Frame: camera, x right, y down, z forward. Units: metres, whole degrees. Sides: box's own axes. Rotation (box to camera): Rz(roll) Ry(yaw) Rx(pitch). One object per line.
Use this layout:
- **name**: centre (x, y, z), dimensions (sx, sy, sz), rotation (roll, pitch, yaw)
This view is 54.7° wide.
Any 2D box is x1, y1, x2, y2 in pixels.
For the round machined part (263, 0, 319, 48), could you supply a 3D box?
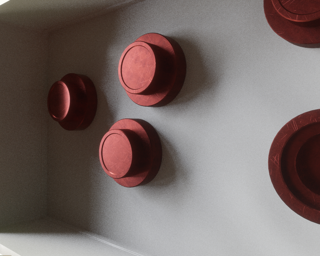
- **round machined part**: centre (0.141, -0.125, 0.279), dimensions (0.098, 0.042, 0.097), rotation (0, 90, 40)

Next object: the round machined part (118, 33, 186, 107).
- **round machined part**: centre (-0.017, -0.077, 0.410), dimensions (0.098, 0.042, 0.097), rotation (0, 90, 40)

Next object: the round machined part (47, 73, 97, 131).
- **round machined part**: centre (-0.153, -0.044, 0.523), dimensions (0.098, 0.042, 0.097), rotation (0, 90, 40)

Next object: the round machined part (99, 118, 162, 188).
- **round machined part**: centre (-0.048, 0.035, 0.436), dimensions (0.098, 0.042, 0.097), rotation (0, 90, 40)

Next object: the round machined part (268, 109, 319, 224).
- **round machined part**: centre (0.151, 0.032, 0.271), dimensions (0.098, 0.042, 0.097), rotation (0, 90, 40)
